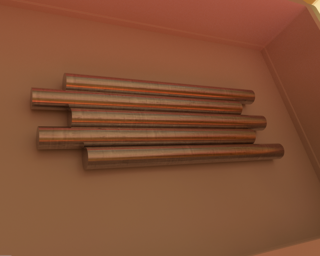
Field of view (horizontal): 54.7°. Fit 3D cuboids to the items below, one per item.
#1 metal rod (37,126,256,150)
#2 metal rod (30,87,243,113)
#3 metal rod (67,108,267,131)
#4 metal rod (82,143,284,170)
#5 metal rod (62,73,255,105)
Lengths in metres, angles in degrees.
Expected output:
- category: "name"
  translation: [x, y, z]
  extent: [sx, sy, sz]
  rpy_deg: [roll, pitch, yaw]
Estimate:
- category: "metal rod"
  translation: [0.004, 0.012, 0.400]
  extent: [0.303, 0.025, 0.025]
  rpy_deg: [1, 62, -28]
- category: "metal rod"
  translation: [-0.011, -0.032, 0.419]
  extent: [0.303, 0.025, 0.025]
  rpy_deg: [1, 62, -28]
- category: "metal rod"
  translation: [0.029, -0.009, 0.427]
  extent: [0.303, 0.025, 0.025]
  rpy_deg: [1, 62, -28]
- category: "metal rod"
  translation: [0.051, 0.035, 0.412]
  extent: [0.303, 0.025, 0.025]
  rpy_deg: [1, 62, -28]
- category: "metal rod"
  translation: [0.017, -0.053, 0.447]
  extent: [0.303, 0.025, 0.025]
  rpy_deg: [1, 62, -28]
